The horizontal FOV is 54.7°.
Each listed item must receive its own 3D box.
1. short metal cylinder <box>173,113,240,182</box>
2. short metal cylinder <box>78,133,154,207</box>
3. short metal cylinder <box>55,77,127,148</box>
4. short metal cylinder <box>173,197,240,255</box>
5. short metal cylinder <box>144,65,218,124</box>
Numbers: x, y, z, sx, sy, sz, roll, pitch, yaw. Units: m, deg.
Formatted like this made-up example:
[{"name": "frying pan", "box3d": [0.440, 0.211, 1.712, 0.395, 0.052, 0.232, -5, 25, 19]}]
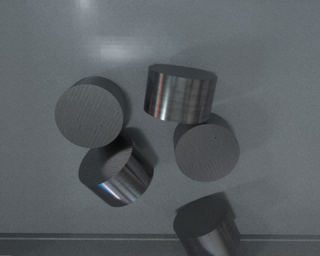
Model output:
[{"name": "short metal cylinder", "box3d": [0.059, 0.024, 0.408, 0.081, 0.050, 0.079, 0, 110, -1]}, {"name": "short metal cylinder", "box3d": [-0.055, 0.053, 0.394, 0.080, 0.080, 0.050, -30, 127, 10]}, {"name": "short metal cylinder", "box3d": [-0.084, -0.021, 0.389, 0.081, 0.050, 0.079, 0, 110, 0]}, {"name": "short metal cylinder", "box3d": [0.066, 0.143, 0.436, 0.080, 0.080, 0.050, -24, 109, 8]}, {"name": "short metal cylinder", "box3d": [0.023, -0.042, 0.367, 0.081, 0.080, 0.050, 7, 110, -3]}]
